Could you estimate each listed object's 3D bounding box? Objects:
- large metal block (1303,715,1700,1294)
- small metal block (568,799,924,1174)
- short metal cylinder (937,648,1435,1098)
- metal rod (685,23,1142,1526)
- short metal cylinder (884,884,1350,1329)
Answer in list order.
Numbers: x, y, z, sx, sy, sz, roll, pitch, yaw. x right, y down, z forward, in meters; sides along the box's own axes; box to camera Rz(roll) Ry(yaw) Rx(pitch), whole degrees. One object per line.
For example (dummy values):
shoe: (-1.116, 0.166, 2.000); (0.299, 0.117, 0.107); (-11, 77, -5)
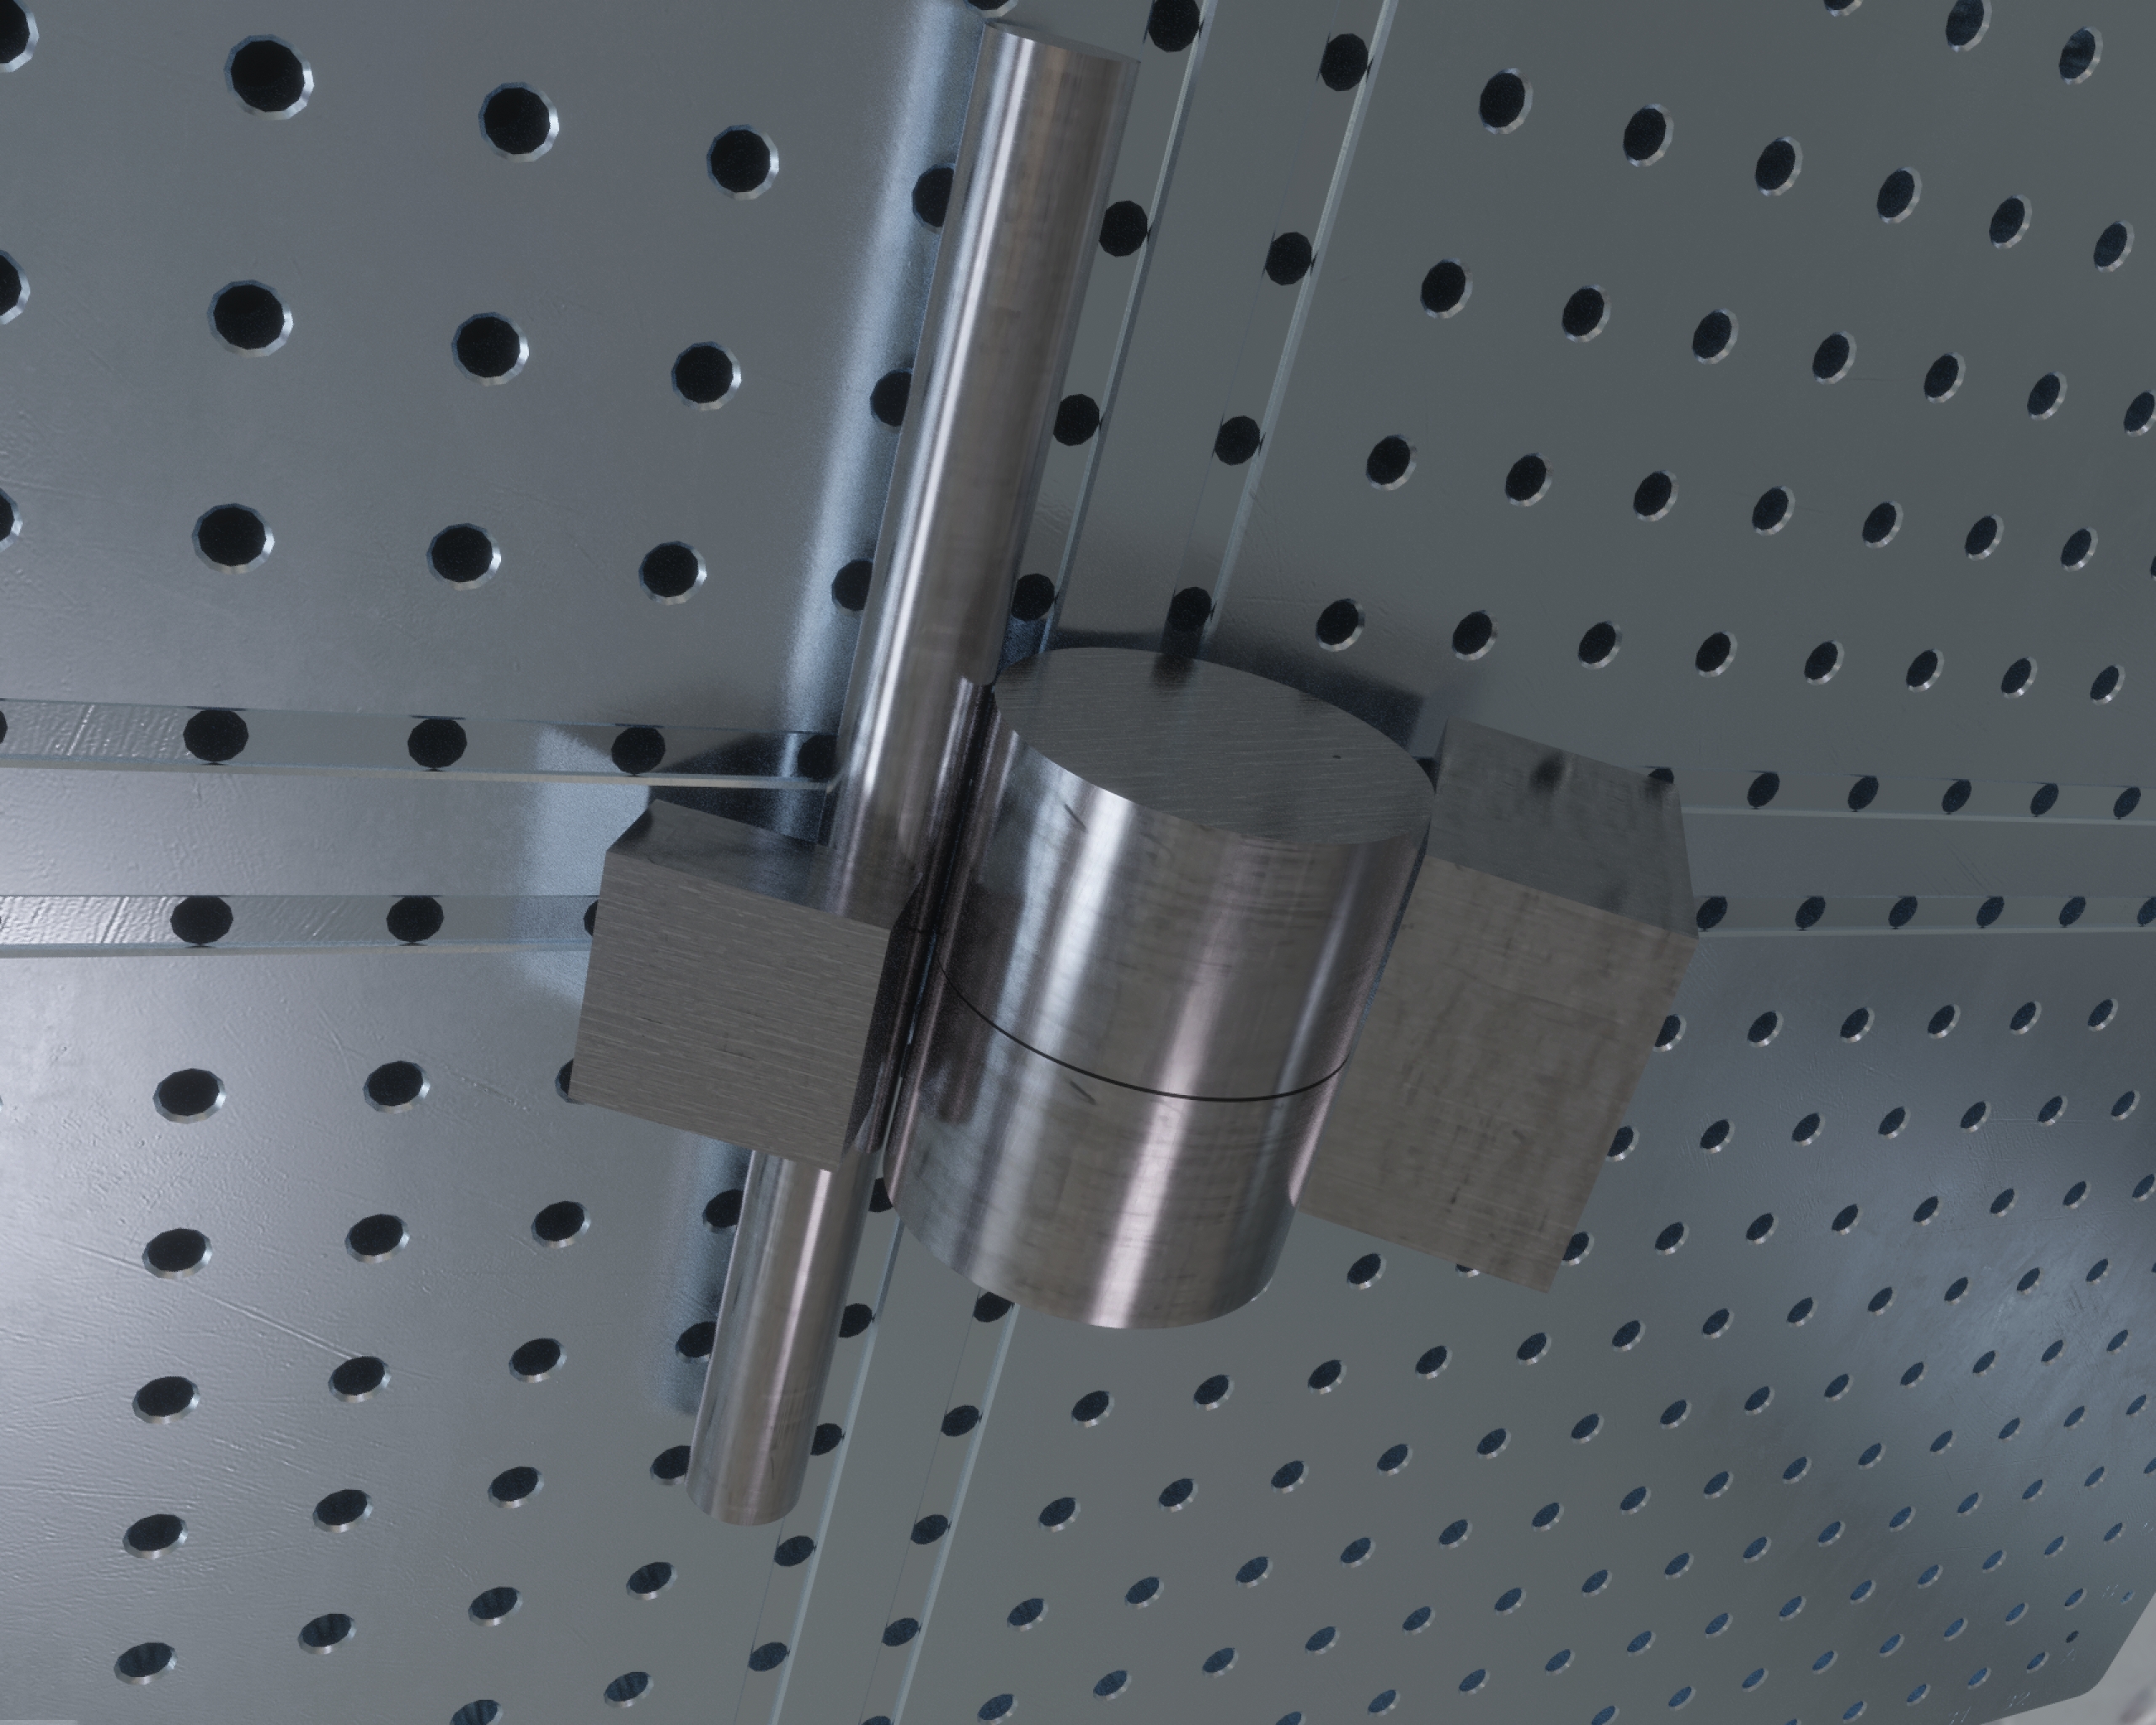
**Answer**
large metal block: (0.085, 0.026, 0.424); (0.050, 0.080, 0.079); (18, 115, 5)
small metal block: (-0.059, 0.022, 0.373); (0.050, 0.025, 0.050); (16, 114, 3)
short metal cylinder: (0.019, 0.000, 0.380); (0.081, 0.080, 0.050); (0, 118, -29)
metal rod: (-0.037, 0.003, 0.387); (0.025, 0.025, 0.298); (0, 118, -29)
short metal cylinder: (0.007, 0.044, 0.402); (0.081, 0.080, 0.050); (0, 118, -29)
